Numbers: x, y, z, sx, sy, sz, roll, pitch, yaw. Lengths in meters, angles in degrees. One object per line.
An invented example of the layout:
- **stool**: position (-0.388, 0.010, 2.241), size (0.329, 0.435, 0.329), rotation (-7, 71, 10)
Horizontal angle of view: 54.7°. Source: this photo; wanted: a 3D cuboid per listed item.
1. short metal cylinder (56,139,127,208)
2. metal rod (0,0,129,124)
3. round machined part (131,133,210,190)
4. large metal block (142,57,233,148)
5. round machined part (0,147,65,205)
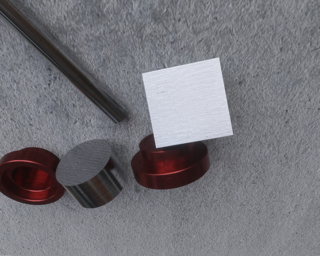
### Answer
- **short metal cylinder**: position (-0.092, 0.061, 0.422), size (0.080, 0.080, 0.050), rotation (-16, 129, 12)
- **metal rod**: position (-0.138, -0.107, 0.314), size (0.025, 0.025, 0.300), rotation (-29, 125, 22)
- **round machined part**: position (0.011, 0.033, 0.391), size (0.098, 0.098, 0.042), rotation (-9, 111, 7)
- **large metal block**: position (0.031, -0.026, 0.343), size (0.080, 0.050, 0.080), rotation (-10, 92, 8)
- **round machined part**: position (-0.183, 0.066, 0.450), size (0.099, 0.042, 0.097), rotation (0, 130, 0)
